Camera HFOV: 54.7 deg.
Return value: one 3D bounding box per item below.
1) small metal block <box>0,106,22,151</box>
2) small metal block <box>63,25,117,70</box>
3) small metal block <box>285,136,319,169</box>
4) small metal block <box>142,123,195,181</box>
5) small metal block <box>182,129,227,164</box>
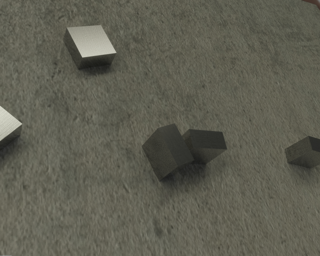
[{"bbox_3d":[-0.177,0.001,0.308,0.050,0.025,0.050,40,51,-2],"label":"small metal block"},{"bbox_3d":[-0.095,-0.111,0.421,0.050,0.025,0.050,-18,72,-35],"label":"small metal block"},{"bbox_3d":[0.240,0.040,0.496,0.050,0.050,0.025,14,56,-21],"label":"small metal block"},{"bbox_3d":[0.008,0.030,0.375,0.025,0.050,0.050,-16,70,-35],"label":"small metal block"},{"bbox_3d":[0.049,0.026,0.400,0.050,0.050,0.025,5,60,-26],"label":"small metal block"}]
